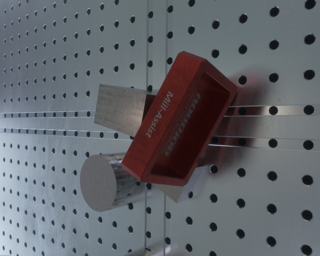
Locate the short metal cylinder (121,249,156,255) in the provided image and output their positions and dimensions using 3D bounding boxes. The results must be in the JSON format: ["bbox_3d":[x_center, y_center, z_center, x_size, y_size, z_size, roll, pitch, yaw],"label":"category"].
[{"bbox_3d":[-0.036,0.213,0.423,0.080,0.050,0.079,0,90,40],"label":"short metal cylinder"}]

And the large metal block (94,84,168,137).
[{"bbox_3d":[-0.023,-0.022,0.393,0.080,0.081,0.050,17,101,38],"label":"large metal block"}]

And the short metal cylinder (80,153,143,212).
[{"bbox_3d":[-0.072,0.077,0.452,0.080,0.050,0.079,0,90,40],"label":"short metal cylinder"}]

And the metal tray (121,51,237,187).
[{"bbox_3d":[0.025,-0.003,0.328,0.030,0.090,0.129,31,96,36],"label":"metal tray"}]

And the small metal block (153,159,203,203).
[{"bbox_3d":[0.020,0.058,0.393,0.050,0.025,0.050,33,110,35],"label":"small metal block"}]
